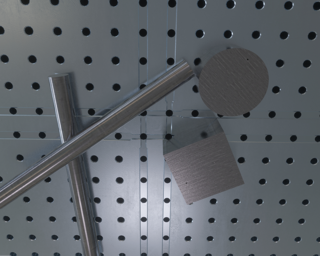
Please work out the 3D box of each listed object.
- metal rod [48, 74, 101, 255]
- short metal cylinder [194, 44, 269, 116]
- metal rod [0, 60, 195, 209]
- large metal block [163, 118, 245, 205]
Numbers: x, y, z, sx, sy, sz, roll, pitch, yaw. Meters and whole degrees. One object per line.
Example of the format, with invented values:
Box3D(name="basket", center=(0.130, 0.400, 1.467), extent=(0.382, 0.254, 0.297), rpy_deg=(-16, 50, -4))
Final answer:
Box3D(name="metal rod", center=(-0.116, 0.073, 0.439), extent=(0.025, 0.025, 0.298), rpy_deg=(-4, 110, 1))
Box3D(name="short metal cylinder", center=(0.085, -0.060, 0.379), extent=(0.081, 0.050, 0.079), rpy_deg=(0, 110, 0))
Box3D(name="metal rod", center=(-0.087, 0.010, 0.394), extent=(0.301, 0.025, 0.025), rpy_deg=(-34, 107, 3))
Box3D(name="large metal block", center=(0.057, 0.044, 0.417), extent=(0.080, 0.050, 0.080), rpy_deg=(-22, 109, 8))
